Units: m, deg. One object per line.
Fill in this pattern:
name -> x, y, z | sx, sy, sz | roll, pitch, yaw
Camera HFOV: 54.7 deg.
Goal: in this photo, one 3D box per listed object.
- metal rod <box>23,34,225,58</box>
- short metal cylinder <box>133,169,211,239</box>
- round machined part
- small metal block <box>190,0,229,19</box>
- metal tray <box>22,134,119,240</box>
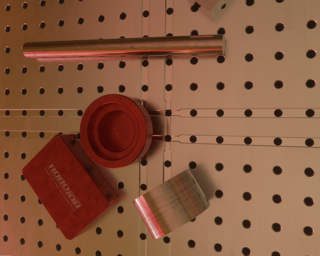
metal rod -> -0.063, -0.112, 0.433 | 0.301, 0.025, 0.025 | 3, 91, 19
short metal cylinder -> 0.014, 0.091, 0.378 | 0.080, 0.080, 0.050 | -33, 80, 17
round machined part -> -0.055, 0.004, 0.422 | 0.098, 0.042, 0.097 | 0, 90, 19
small metal block -> 0.063, -0.176, 0.390 | 0.050, 0.025, 0.050 | 45, 103, 14
metal tray -> -0.134, 0.084, 0.456 | 0.090, 0.030, 0.130 | -43, 77, 14
